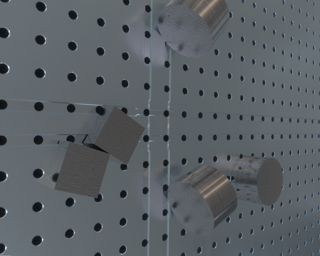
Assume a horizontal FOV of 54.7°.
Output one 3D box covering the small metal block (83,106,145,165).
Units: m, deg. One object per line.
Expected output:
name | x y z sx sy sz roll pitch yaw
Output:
small metal block | -0.053 0.009 0.365 0.050 0.025 0.050 39 66 -33

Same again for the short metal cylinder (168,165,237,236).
short metal cylinder | 0.057 0.097 0.422 0.050 0.080 0.080 -27 107 -37

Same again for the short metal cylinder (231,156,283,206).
short metal cylinder | 0.168 0.089 0.535 0.081 0.050 0.079 0 90 -40

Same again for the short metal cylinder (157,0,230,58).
short metal cylinder | 0.044 -0.141 0.410 0.080 0.080 0.050 51 60 -28

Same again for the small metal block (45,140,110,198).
small metal block | -0.088 0.045 0.336 0.050 0.025 0.050 24 75 -38
